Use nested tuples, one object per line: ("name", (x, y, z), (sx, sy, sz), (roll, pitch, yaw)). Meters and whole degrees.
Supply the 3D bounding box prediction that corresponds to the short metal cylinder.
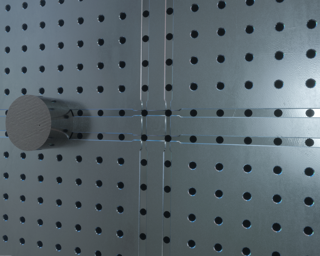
("short metal cylinder", (-0.178, -0.007, 0.460), (0.080, 0.050, 0.079), (0, 90, 19))
